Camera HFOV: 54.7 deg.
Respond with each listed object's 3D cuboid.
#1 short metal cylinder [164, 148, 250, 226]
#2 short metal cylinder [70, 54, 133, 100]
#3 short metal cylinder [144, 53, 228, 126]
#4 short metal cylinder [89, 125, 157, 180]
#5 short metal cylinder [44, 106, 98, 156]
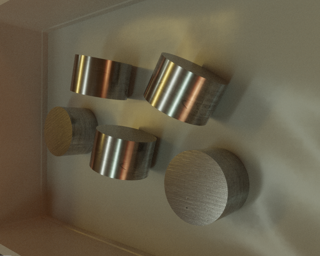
[{"bbox_3d":[0.052,0.063,0.348,0.080,0.050,0.080,0,90,40],"label":"short metal cylinder"},{"bbox_3d":[-0.083,-0.072,0.439,0.080,0.081,0.050,18,102,38],"label":"short metal cylinder"},{"bbox_3d":[0.028,-0.044,0.348,0.080,0.081,0.050,39,114,33],"label":"short metal cylinder"},{"bbox_3d":[-0.049,0.030,0.412,0.080,0.081,0.050,21,103,38],"label":"short metal cylinder"},{"bbox_3d":[-0.147,0.005,0.512,0.080,0.050,0.080,0,90,40],"label":"short metal cylinder"}]
